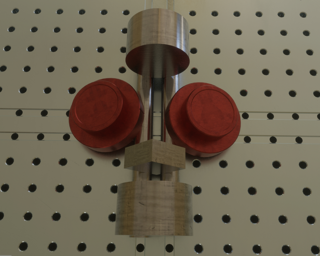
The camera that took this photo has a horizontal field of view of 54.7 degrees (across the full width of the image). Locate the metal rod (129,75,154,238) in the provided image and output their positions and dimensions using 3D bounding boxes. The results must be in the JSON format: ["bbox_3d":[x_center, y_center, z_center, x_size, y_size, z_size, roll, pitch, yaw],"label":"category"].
[{"bbox_3d":[-0.021,-0.012,0.415,0.025,0.025,0.299,1,70,0],"label":"metal rod"}]

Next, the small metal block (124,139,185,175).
[{"bbox_3d":[-0.006,0.035,0.361,0.050,0.050,0.025,18,64,-38],"label":"small metal block"}]

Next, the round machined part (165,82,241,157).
[{"bbox_3d":[0.059,-0.015,0.394,0.099,0.042,0.098,5,70,-14],"label":"round machined part"}]

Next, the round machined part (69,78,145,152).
[{"bbox_3d":[-0.073,-0.021,0.397,0.098,0.042,0.098,-5,69,13],"label":"round machined part"}]

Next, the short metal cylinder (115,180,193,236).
[{"bbox_3d":[-0.006,0.087,0.327,0.080,0.080,0.050,1,70,0],"label":"short metal cylinder"}]

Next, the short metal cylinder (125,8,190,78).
[{"bbox_3d":[-0.003,-0.106,0.398,0.080,0.080,0.050,1,70,0],"label":"short metal cylinder"}]

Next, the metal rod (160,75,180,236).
[{"bbox_3d":[0.014,-0.013,0.416,0.025,0.025,0.299,1,70,0],"label":"metal rod"}]
